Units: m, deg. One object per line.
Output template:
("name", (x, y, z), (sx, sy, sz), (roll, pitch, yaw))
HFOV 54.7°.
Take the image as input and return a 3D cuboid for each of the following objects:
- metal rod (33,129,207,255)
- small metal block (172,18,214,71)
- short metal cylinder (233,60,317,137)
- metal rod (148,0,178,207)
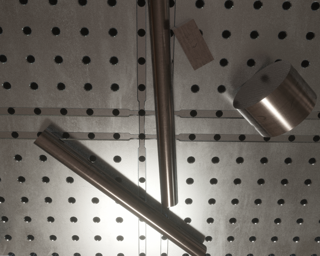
("metal rod", (-0.048, 0.103, 0.450), (0.301, 0.025, 0.025), (39, 105, -14))
("small metal block", (0.037, -0.100, 0.364), (0.025, 0.050, 0.050), (-28, 108, 10))
("short metal cylinder", (0.136, -0.035, 0.373), (0.080, 0.080, 0.050), (-43, 105, 14))
("metal rod", (0.005, -0.031, 0.402), (0.025, 0.025, 0.298), (-3, 110, 1))
